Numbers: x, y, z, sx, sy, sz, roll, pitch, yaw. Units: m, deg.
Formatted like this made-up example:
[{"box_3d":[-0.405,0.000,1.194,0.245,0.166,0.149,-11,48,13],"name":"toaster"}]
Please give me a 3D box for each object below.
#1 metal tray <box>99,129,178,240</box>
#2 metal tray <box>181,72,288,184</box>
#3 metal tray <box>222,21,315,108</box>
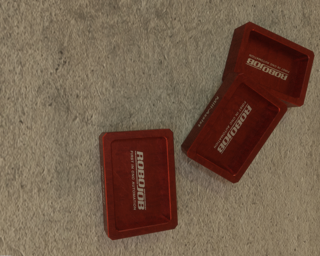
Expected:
[{"box_3d":[-0.027,0.068,0.396,0.091,0.030,0.129,-3,91,-20],"name":"metal tray"},{"box_3d":[0.102,0.000,0.426,0.090,0.030,0.130,31,95,-18],"name":"metal tray"},{"box_3d":[0.165,-0.092,0.466,0.131,0.030,0.090,17,84,-19],"name":"metal tray"}]
